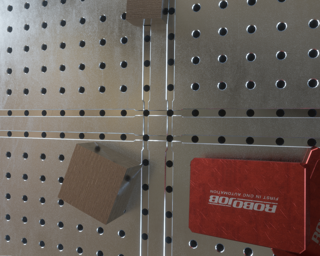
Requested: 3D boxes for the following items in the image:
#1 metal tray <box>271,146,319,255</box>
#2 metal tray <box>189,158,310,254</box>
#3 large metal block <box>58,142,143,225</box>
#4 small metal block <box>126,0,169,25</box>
[{"bbox_3d":[0.190,0.095,0.342,0.090,0.030,0.129,21,97,18],"label":"metal tray"},{"bbox_3d":[0.098,0.082,0.355,0.130,0.030,0.089,-1,85,34],"label":"metal tray"},{"bbox_3d":[-0.082,0.073,0.428,0.080,0.050,0.080,23,98,18],"label":"large metal block"},{"bbox_3d":[-0.016,-0.168,0.418,0.050,0.025,0.050,4,92,20],"label":"small metal block"}]
